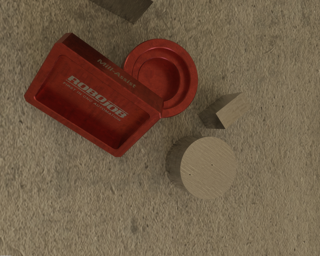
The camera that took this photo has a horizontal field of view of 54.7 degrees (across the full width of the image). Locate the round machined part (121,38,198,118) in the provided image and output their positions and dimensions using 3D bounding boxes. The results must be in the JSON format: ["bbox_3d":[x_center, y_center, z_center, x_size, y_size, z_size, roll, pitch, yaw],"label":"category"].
[{"bbox_3d":[-0.004,-0.061,0.398,0.099,0.042,0.097,0,90,-20],"label":"round machined part"}]

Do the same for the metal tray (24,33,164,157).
[{"bbox_3d":[-0.073,-0.031,0.350,0.130,0.090,0.030,35,34,-17],"label":"metal tray"}]

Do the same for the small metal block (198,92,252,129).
[{"bbox_3d":[0.089,-0.023,0.429,0.050,0.050,0.025,-37,102,-16],"label":"small metal block"}]

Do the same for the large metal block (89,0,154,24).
[{"bbox_3d":[-0.047,-0.175,0.362,0.080,0.080,0.050,23,82,-19],"label":"large metal block"}]

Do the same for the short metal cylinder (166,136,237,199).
[{"bbox_3d":[0.054,0.051,0.416,0.081,0.050,0.080,0,90,-20],"label":"short metal cylinder"}]
